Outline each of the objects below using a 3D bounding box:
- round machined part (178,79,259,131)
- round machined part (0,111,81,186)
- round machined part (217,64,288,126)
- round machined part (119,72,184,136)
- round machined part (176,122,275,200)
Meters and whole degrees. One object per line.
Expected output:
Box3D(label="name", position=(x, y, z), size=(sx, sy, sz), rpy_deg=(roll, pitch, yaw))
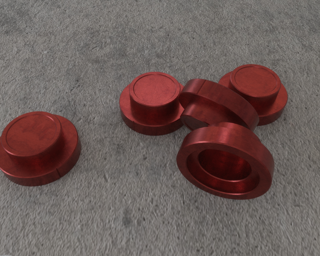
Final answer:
Box3D(label="round machined part", position=(0.063, -0.013, 0.372), size=(0.098, 0.098, 0.042), rpy_deg=(28, 77, 21))
Box3D(label="round machined part", position=(-0.150, 0.018, 0.376), size=(0.099, 0.042, 0.098), rpy_deg=(0, 50, 0))
Box3D(label="round machined part", position=(0.130, -0.053, 0.438), size=(0.099, 0.042, 0.098), rpy_deg=(0, 50, 0))
Box3D(label="round machined part", position=(-0.007, -0.040, 0.426), size=(0.099, 0.042, 0.098), rpy_deg=(0, 50, 0))
Box3D(label="round machined part", position=(0.071, 0.032, 0.330), size=(0.098, 0.097, 0.042), rpy_deg=(16, 52, 13))
